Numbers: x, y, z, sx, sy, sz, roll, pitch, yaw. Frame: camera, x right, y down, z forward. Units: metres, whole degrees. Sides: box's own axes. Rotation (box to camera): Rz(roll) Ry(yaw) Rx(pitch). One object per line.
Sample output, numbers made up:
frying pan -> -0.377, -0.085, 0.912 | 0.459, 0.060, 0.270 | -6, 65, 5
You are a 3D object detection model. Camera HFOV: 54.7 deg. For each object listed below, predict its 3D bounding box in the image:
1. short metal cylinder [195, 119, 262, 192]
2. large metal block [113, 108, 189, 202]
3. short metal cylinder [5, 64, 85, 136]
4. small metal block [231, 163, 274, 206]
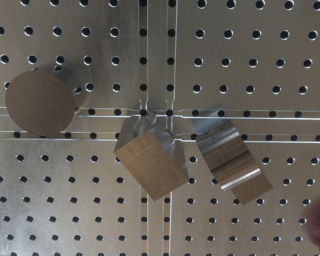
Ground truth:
short metal cylinder -> 0.087, 0.035, 0.398 | 0.050, 0.080, 0.080 | -30, 108, 10
large metal block -> -0.009, 0.031, 0.395 | 0.050, 0.080, 0.080 | -34, 107, 11
short metal cylinder -> -0.140, -0.036, 0.385 | 0.081, 0.050, 0.079 | 0, 110, 0
small metal block -> 0.124, 0.074, 0.442 | 0.050, 0.025, 0.050 | -34, 107, 11
